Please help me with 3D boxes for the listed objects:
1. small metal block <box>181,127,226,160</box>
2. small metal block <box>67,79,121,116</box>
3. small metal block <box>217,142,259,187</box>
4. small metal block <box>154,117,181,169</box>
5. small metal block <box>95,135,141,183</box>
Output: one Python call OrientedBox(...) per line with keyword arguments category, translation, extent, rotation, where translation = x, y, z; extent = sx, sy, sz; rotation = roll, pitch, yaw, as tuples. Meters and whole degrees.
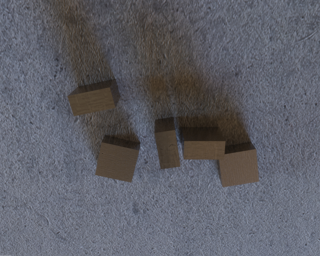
OrientedBox(category="small metal block", translation=(0.055, 0.019, 0.404), extent=(0.050, 0.050, 0.025), rotation=(0, 110, 0))
OrientedBox(category="small metal block", translation=(-0.079, -0.039, 0.381), extent=(0.050, 0.050, 0.025), rotation=(-11, 110, 4))
OrientedBox(category="small metal block", translation=(0.107, 0.051, 0.429), extent=(0.050, 0.025, 0.050), rotation=(-10, 110, 3))
OrientedBox(category="small metal block", translation=(0.010, 0.019, 0.403), extent=(0.025, 0.050, 0.050), rotation=(-8, 110, 3))
OrientedBox(category="small metal block", translation=(-0.057, 0.042, 0.425), extent=(0.050, 0.025, 0.050), rotation=(13, 110, -5))
